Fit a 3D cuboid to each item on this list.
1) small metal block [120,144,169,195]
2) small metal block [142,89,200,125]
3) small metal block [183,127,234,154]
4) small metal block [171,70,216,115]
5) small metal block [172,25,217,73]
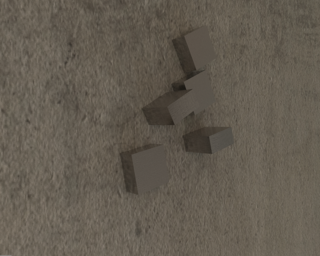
[{"bbox_3d":[-0.019,0.050,0.391,0.050,0.025,0.050,-15,100,-39],"label":"small metal block"},{"bbox_3d":[0.014,-0.027,0.402,0.050,0.050,0.025,-36,113,-34],"label":"small metal block"},{"bbox_3d":[0.070,0.017,0.450,0.050,0.050,0.025,-19,103,-39],"label":"small metal block"},{"bbox_3d":[0.050,-0.051,0.449,0.050,0.025,0.050,-33,111,-35],"label":"small metal block"},{"bbox_3d":[0.051,-0.115,0.449,0.050,0.025,0.050,-36,113,-34],"label":"small metal block"}]
